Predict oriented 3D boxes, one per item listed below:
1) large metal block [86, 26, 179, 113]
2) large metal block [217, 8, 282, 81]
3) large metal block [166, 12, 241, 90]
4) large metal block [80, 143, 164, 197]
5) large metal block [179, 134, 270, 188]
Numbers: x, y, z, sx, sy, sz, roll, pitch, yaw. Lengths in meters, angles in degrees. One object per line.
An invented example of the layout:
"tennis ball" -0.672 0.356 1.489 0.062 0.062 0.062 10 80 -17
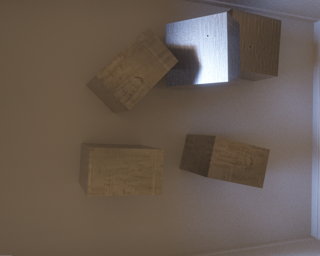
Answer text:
"large metal block" -0.036 -0.065 0.369 0.080 0.080 0.050 -47 105 -14
"large metal block" 0.122 -0.115 0.444 0.081 0.050 0.080 5 88 -20
"large metal block" 0.055 -0.093 0.396 0.050 0.080 0.079 -2 91 -60
"large metal block" -0.048 0.046 0.364 0.081 0.080 0.050 3 89 -20
"large metal block" 0.083 0.042 0.414 0.081 0.080 0.050 14 86 -20
